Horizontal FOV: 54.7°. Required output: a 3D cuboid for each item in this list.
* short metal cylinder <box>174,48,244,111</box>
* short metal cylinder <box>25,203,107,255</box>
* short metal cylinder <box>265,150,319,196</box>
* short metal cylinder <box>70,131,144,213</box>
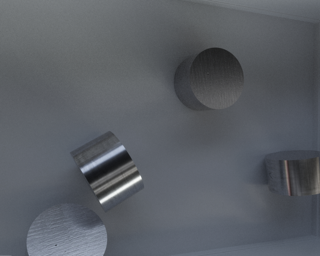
[{"bbox_3d":[0.066,-0.064,0.423,0.081,0.050,0.079,0,90,-21],"label":"short metal cylinder"},{"bbox_3d":[-0.103,0.131,0.338,0.081,0.050,0.080,14,44,-14],"label":"short metal cylinder"},{"bbox_3d":[0.200,0.064,0.457,0.081,0.080,0.050,-8,93,-20],"label":"short metal cylinder"},{"bbox_3d":[-0.062,0.050,0.359,0.050,0.080,0.080,-31,100,-18],"label":"short metal cylinder"}]
